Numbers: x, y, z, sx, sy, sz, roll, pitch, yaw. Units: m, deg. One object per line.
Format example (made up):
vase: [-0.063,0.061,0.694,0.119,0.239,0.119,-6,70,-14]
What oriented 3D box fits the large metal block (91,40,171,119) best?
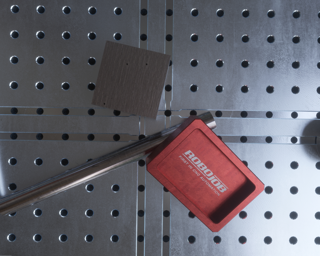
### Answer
large metal block: [-0.035,-0.059,0.400,0.080,0.050,0.080,13,90,-1]

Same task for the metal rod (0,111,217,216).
metal rod: [-0.069,0.047,0.412,0.301,0.025,0.025,-23,90,-1]

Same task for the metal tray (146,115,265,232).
metal tray: [0.057,0.059,0.396,0.090,0.030,0.130,-44,101,4]

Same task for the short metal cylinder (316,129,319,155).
short metal cylinder: [0.257,0.020,0.404,0.081,0.050,0.079,0,90,-1]
